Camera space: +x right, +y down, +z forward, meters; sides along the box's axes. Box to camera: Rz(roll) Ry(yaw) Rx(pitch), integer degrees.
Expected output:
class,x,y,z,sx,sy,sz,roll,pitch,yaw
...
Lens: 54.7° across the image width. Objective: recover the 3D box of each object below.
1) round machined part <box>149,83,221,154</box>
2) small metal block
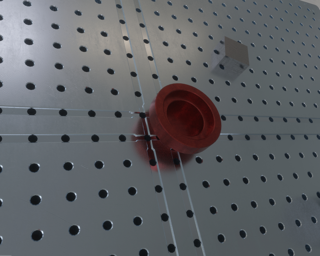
class,x,y,z,sx,sy,sz,roll,pitch,yaw
round machined part,0.030,-0.009,0.419,0.099,0.042,0.098,14,56,-21
small metal block,0.131,-0.132,0.559,0.050,0.025,0.050,18,55,-18
